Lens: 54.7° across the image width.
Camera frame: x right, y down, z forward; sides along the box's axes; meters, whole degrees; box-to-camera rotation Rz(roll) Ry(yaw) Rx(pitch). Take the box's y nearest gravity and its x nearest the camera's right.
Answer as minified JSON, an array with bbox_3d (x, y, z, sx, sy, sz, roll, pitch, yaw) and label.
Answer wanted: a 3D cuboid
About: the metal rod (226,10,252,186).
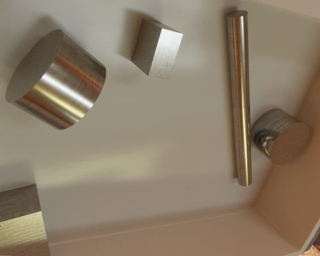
[{"bbox_3d":[0.122,-0.022,0.464,0.025,0.025,0.298,-24,128,-14],"label":"metal rod"}]

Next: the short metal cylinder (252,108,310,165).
[{"bbox_3d":[0.196,0.014,0.512,0.081,0.050,0.079,-14,125,-21],"label":"short metal cylinder"}]

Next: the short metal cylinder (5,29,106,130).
[{"bbox_3d":[-0.098,-0.045,0.293,0.080,0.080,0.050,-48,129,5],"label":"short metal cylinder"}]

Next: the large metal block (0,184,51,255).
[{"bbox_3d":[-0.181,0.122,0.370,0.081,0.050,0.079,-11,124,-23],"label":"large metal block"}]

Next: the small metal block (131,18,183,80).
[{"bbox_3d":[-0.005,-0.087,0.338,0.025,0.050,0.050,4,117,-31],"label":"small metal block"}]
